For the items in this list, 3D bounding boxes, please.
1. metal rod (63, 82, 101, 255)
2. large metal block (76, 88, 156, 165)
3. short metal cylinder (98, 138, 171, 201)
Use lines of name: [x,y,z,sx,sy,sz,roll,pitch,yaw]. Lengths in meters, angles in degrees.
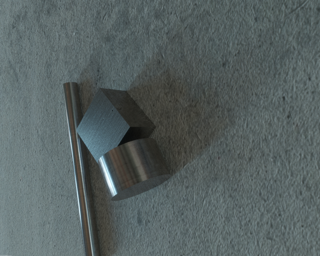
metal rod: [-0.130,0.071,0.511,0.025,0.025,0.298,-16,80,39]
large metal block: [-0.065,0.001,0.442,0.080,0.050,0.080,50,119,28]
short metal cylinder: [-0.032,0.054,0.396,0.080,0.081,0.050,-37,68,34]
